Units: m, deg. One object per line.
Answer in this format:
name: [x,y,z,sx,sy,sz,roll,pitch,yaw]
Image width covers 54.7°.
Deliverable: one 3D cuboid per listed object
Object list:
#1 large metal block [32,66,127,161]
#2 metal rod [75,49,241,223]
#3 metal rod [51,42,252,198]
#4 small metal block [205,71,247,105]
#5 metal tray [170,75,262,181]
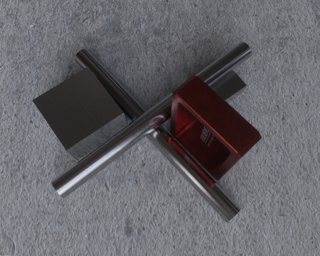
large metal block: [-0.100,-0.018,0.400,0.080,0.050,0.080,-35,74,-12]
metal rod: [-0.012,0.000,0.409,0.025,0.025,0.300,-40,75,-13]
metal rod: [-0.001,-0.018,0.389,0.301,0.025,0.025,-37,75,-13]
small metal block: [0.083,-0.059,0.432,0.050,0.025,0.050,-34,74,-12]
metal tray: [0.054,0.007,0.351,0.030,0.130,0.090,-41,75,-13]
